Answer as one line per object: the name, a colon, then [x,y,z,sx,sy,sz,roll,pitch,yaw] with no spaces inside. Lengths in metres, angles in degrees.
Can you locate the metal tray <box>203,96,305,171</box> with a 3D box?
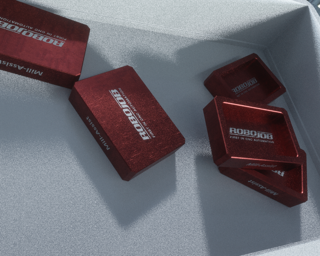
metal tray: [0.128,0.009,0.426,0.131,0.030,0.090,7,59,-25]

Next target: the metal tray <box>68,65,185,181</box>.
metal tray: [-0.040,-0.011,0.387,0.091,0.030,0.130,-28,77,-37]

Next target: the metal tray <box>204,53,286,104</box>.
metal tray: [0.146,-0.070,0.523,0.131,0.030,0.090,-29,78,-37]

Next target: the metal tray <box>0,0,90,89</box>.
metal tray: [-0.160,-0.107,0.382,0.131,0.030,0.090,15,56,-20]

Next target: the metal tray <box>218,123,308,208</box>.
metal tray: [0.154,0.049,0.455,0.131,0.030,0.090,27,52,-11]
